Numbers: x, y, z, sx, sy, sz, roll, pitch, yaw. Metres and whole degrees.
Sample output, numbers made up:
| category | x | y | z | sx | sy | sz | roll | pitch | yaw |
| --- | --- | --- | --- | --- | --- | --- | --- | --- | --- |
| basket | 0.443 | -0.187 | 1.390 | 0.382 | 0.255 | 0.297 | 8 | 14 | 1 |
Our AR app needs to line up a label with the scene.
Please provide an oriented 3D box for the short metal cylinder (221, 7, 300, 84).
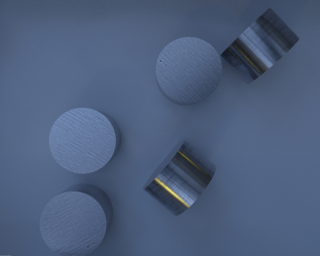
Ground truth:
| category | x | y | z | sx | sy | sz | roll | pitch | yaw |
| --- | --- | --- | --- | --- | --- | --- | --- | --- | --- |
| short metal cylinder | 0.122 | -0.101 | 0.385 | 0.080 | 0.080 | 0.050 | -43 | 90 | 0 |

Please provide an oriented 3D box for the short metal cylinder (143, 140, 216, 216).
| category | x | y | z | sx | sy | sz | roll | pitch | yaw |
| --- | --- | --- | --- | --- | --- | --- | --- | --- | --- |
| short metal cylinder | 0.024 | 0.061 | 0.384 | 0.050 | 0.080 | 0.080 | 40 | 90 | 0 |

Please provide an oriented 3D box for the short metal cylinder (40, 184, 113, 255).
| category | x | y | z | sx | sy | sz | roll | pitch | yaw |
| --- | --- | --- | --- | --- | --- | --- | --- | --- | --- |
| short metal cylinder | -0.105 | 0.116 | 0.398 | 0.081 | 0.050 | 0.080 | 0 | 90 | 0 |

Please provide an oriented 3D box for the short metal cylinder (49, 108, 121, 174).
| category | x | y | z | sx | sy | sz | roll | pitch | yaw |
| --- | --- | --- | --- | --- | --- | --- | --- | --- | --- |
| short metal cylinder | -0.093 | 0.015 | 0.398 | 0.081 | 0.050 | 0.080 | 0 | 90 | 0 |

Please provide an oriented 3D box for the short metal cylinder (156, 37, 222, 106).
| category | x | y | z | sx | sy | sz | roll | pitch | yaw |
| --- | --- | --- | --- | --- | --- | --- | --- | --- | --- |
| short metal cylinder | 0.035 | -0.070 | 0.399 | 0.081 | 0.050 | 0.080 | 0 | 90 | 0 |
